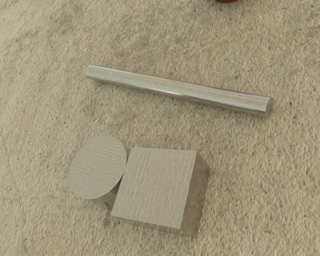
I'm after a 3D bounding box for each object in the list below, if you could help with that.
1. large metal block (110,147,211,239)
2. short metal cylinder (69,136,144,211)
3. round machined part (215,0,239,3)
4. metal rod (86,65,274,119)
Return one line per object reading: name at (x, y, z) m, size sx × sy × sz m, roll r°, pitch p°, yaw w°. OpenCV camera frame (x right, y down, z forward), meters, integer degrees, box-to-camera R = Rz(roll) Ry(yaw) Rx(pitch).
large metal block at (0.003, 0.070, 0.342) m, size 0.080 × 0.050 × 0.080 m, roll 2°, pitch 62°, yaw 28°
short metal cylinder at (-0.064, 0.057, 0.385) m, size 0.080 × 0.050 × 0.080 m, roll -13°, pitch 56°, yaw 21°
round machined part at (0.108, -0.234, 0.479) m, size 0.098 × 0.042 × 0.098 m, roll -13°, pitch 56°, yaw 20°
metal rod at (0.005, -0.058, 0.435) m, size 0.300 × 0.025 × 0.025 m, roll 17°, pitch 70°, yaw 34°
